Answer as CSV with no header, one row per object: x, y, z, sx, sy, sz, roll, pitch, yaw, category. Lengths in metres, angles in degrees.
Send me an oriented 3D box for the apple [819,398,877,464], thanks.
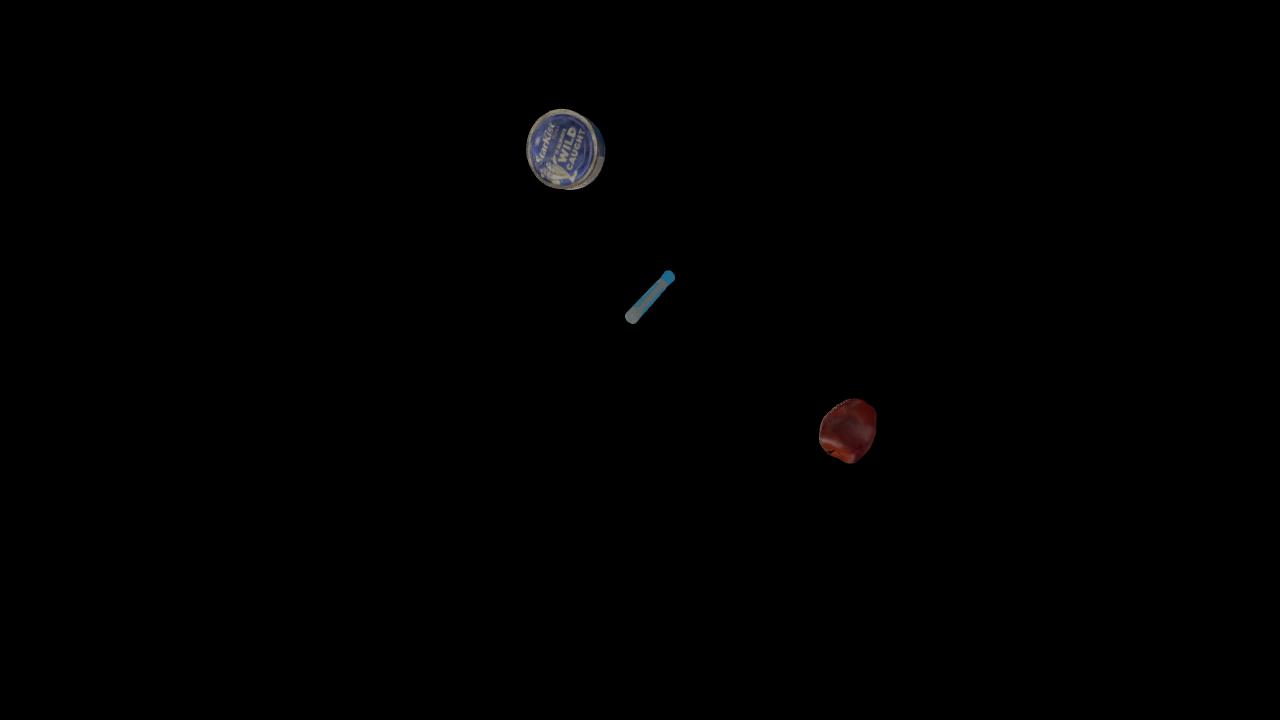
0.292,0.099,0.866,0.079,0.093,0.079,36,-17,13,apple

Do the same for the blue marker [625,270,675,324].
0.017,-0.090,0.856,0.020,0.020,0.121,0,35,36,blue marker

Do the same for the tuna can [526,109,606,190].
-0.082,-0.233,0.686,0.084,0.084,0.034,0,12,15,tuna can
